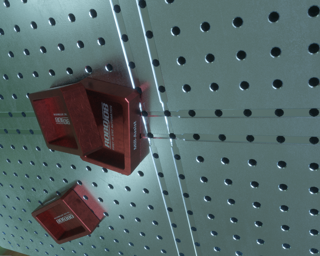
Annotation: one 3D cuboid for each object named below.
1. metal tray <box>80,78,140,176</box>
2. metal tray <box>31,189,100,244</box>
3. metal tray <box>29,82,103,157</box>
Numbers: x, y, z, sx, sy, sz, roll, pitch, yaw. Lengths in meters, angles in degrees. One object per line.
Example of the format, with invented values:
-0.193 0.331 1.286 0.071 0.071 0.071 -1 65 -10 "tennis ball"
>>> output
-0.076 0.000 0.448 0.090 0.030 0.129 15 125 19 "metal tray"
-0.191 0.180 0.621 0.130 0.030 0.090 -30 102 38 "metal tray"
-0.136 -0.012 0.435 0.130 0.030 0.090 2 112 51 "metal tray"
